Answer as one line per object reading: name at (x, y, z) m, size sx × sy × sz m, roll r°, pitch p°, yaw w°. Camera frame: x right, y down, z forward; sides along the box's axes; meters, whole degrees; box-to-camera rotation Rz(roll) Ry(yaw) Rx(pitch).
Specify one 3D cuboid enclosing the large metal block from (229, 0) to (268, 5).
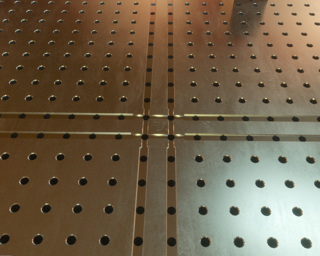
large metal block at (0.182, -0.304, 0.629) m, size 0.081 × 0.080 × 0.050 m, roll -13°, pitch 51°, yaw -11°
